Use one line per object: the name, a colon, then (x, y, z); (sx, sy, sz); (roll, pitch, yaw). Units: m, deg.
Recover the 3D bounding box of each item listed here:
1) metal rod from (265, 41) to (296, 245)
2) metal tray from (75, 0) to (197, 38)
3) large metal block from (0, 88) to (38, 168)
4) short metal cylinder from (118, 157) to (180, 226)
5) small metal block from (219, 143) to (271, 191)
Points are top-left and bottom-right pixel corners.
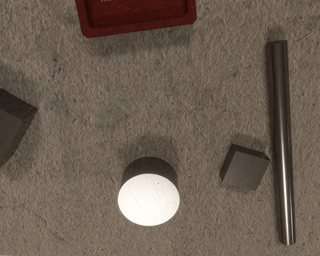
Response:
metal rod: (0.168, 0.034, 0.424); (0.025, 0.025, 0.298); (-10, 110, 3)
metal tray: (-0.029, -0.156, 0.349); (0.131, 0.030, 0.089); (-7, 110, 2)
large metal block: (-0.217, -0.005, 0.391); (0.080, 0.050, 0.080); (31, 107, -11)
short metal cylinder: (-0.015, 0.086, 0.428); (0.081, 0.050, 0.079); (0, 110, -1)
small metal block: (0.117, 0.055, 0.432); (0.050, 0.025, 0.050); (16, 109, -6)
